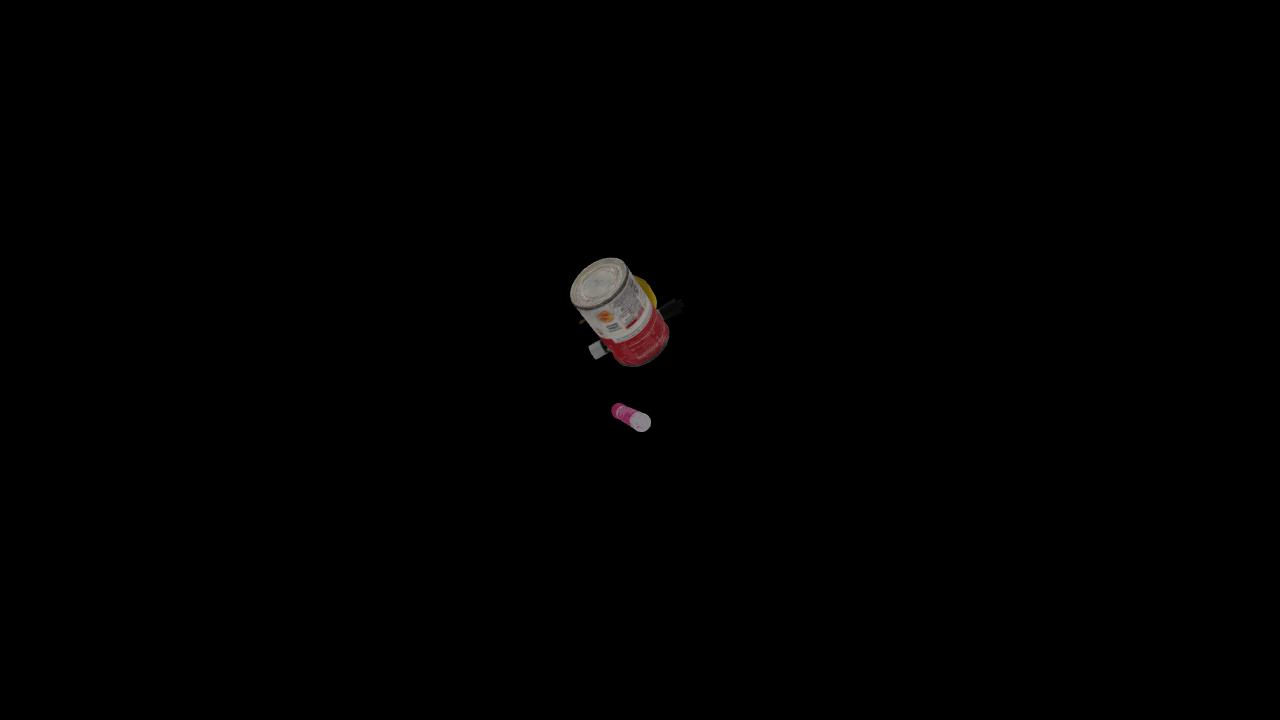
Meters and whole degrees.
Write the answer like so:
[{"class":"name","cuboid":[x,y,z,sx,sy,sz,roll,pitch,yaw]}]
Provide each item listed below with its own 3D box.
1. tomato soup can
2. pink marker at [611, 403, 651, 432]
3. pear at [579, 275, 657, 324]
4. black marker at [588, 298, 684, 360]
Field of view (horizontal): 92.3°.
[{"class":"tomato soup can","cuboid":[-0.020,-0.048,0.637,0.068,0.068,0.101,0,-35,32]},{"class":"pink marker","cuboid":[-0.012,0.060,0.659,0.020,0.020,0.121,0,1,-13]},{"class":"pear","cuboid":[-0.032,-0.061,0.730,0.080,0.080,0.111,0,1,-37]},{"class":"black marker","cuboid":[-0.004,-0.037,0.716,0.121,0.020,0.020,-29,-3,5]}]
